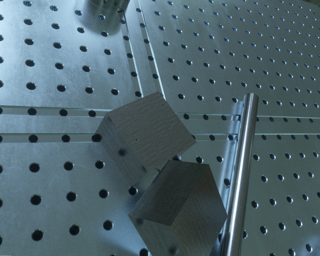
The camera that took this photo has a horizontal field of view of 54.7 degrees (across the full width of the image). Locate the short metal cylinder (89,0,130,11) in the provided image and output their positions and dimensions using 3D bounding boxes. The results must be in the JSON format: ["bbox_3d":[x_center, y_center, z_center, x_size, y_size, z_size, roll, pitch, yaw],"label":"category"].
[{"bbox_3d":[-0.079,-0.234,0.492,0.081,0.050,0.080,14,56,-21],"label":"short metal cylinder"}]

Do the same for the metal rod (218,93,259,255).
[{"bbox_3d":[0.112,0.063,0.429,0.025,0.025,0.300,28,52,-11],"label":"metal rod"}]

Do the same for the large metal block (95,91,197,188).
[{"bbox_3d":[-0.018,0.012,0.375,0.081,0.050,0.080,-28,77,-37],"label":"large metal block"}]

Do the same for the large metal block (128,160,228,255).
[{"bbox_3d":[0.023,0.092,0.324,0.080,0.050,0.080,-49,128,-39],"label":"large metal block"}]
